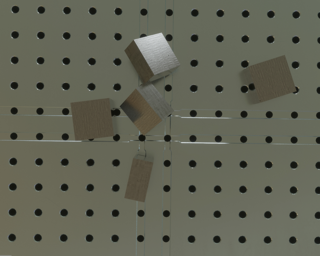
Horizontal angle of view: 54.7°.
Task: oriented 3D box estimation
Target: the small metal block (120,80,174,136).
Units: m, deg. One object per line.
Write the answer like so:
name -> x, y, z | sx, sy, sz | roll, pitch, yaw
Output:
small metal block -> -0.018, -0.025, 0.398 | 0.050, 0.050, 0.025 | 51, 51, -1

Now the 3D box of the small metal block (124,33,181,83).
small metal block -> -0.009, -0.090, 0.399 | 0.050, 0.025, 0.050 | -29, 88, -40

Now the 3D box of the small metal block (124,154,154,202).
small metal block -> -0.026, 0.063, 0.401 | 0.025, 0.050, 0.050 | 13, 90, 0

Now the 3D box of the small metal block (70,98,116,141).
small metal block -> -0.087, -0.011, 0.412 | 0.050, 0.025, 0.050 | -7, 90, -1

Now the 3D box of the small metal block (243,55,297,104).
small metal block -> 0.146, -0.064, 0.415 | 0.050, 0.025, 0.050 | -18, 90, -1
